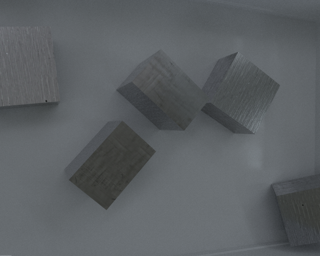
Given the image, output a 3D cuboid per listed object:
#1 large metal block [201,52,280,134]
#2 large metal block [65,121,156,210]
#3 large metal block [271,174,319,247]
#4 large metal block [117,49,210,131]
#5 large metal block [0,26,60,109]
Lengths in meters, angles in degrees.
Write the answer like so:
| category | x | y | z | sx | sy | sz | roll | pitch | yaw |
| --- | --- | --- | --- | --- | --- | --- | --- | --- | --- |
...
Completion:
| category | x | y | z | sx | sy | sz | roll | pitch | yaw |
| --- | --- | --- | --- | --- | --- | --- | --- | --- | --- |
| large metal block | 0.108 | -0.046 | 0.437 | 0.080 | 0.050 | 0.080 | 33 | 79 | -17 |
| large metal block | -0.061 | 0.038 | 0.359 | 0.050 | 0.080 | 0.080 | 44 | 76 | -15 |
| large metal block | 0.220 | 0.120 | 0.460 | 0.080 | 0.050 | 0.080 | -15 | 96 | 13 |
| large metal block | 0.001 | -0.042 | 0.381 | 0.080 | 0.080 | 0.050 | 43 | 77 | -15 |
| large metal block | -0.157 | -0.063 | 0.339 | 0.081 | 0.050 | 0.080 | -7 | 93 | -20 |
